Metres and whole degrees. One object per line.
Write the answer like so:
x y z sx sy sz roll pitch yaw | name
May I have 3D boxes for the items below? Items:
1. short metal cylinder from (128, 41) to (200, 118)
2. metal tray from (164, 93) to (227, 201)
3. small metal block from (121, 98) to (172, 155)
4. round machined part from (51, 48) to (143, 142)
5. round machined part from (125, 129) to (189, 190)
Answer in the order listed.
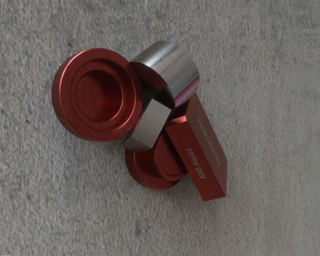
0.000 -0.057 0.373 0.050 0.080 0.080 -45 118 -31 | short metal cylinder
0.053 0.022 0.421 0.130 0.030 0.090 61 24 -22 | metal tray
-0.017 0.000 0.355 0.025 0.050 0.050 31 69 -10 | small metal block
-0.070 -0.034 0.338 0.099 0.042 0.097 0 90 -40 | round machined part
0.007 0.032 0.403 0.099 0.042 0.097 0 90 -40 | round machined part
